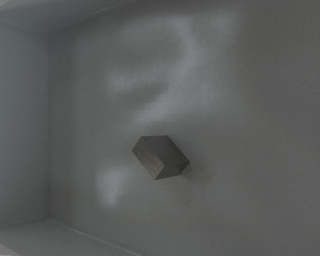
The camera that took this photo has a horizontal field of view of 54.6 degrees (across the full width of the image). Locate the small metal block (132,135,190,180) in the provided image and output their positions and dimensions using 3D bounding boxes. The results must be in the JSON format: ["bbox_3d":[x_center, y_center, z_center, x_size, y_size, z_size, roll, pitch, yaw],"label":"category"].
[{"bbox_3d":[0.001,0.036,0.391,0.050,0.050,0.025,49,119,29],"label":"small metal block"}]
